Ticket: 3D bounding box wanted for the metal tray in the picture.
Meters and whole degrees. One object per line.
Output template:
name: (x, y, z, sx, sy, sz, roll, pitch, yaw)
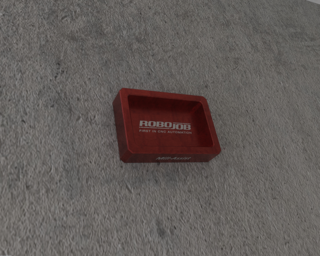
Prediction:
metal tray: (0.009, -0.002, 0.405, 0.131, 0.030, 0.090, 3, 61, -27)
